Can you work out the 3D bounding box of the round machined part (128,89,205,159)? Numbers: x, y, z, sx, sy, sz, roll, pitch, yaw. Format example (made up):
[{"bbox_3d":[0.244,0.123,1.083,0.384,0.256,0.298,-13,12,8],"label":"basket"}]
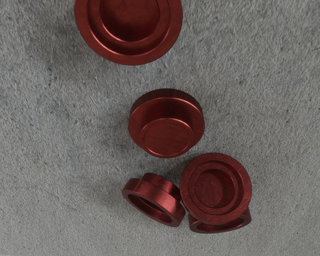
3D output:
[{"bbox_3d":[0.008,0.001,0.397,0.099,0.042,0.097,0,130,0],"label":"round machined part"}]

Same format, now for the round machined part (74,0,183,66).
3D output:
[{"bbox_3d":[-0.029,-0.114,0.299,0.099,0.042,0.097,0,130,0],"label":"round machined part"}]

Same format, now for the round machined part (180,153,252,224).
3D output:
[{"bbox_3d":[0.077,0.088,0.443,0.099,0.098,0.042,-1,159,0],"label":"round machined part"}]

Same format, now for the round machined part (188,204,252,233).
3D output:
[{"bbox_3d":[0.094,0.136,0.501,0.099,0.042,0.098,-4,146,-3],"label":"round machined part"}]

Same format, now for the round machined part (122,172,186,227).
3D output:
[{"bbox_3d":[-0.005,0.103,0.464,0.098,0.042,0.098,25,152,15],"label":"round machined part"}]
